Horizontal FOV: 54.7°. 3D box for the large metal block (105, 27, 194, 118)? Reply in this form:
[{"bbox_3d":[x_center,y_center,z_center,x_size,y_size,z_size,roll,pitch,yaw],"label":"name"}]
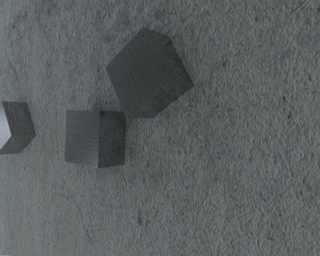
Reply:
[{"bbox_3d":[-0.016,-0.067,0.402,0.080,0.050,0.080,-37,67,34],"label":"large metal block"}]

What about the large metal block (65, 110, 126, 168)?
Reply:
[{"bbox_3d":[-0.099,0.014,0.470,0.080,0.050,0.079,4,92,40],"label":"large metal block"}]

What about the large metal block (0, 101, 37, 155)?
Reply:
[{"bbox_3d":[-0.309,0.001,0.644,0.080,0.050,0.080,-38,67,33],"label":"large metal block"}]
